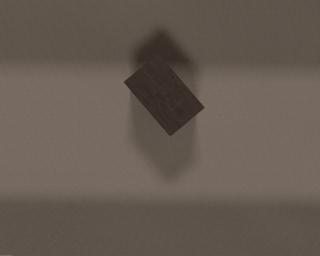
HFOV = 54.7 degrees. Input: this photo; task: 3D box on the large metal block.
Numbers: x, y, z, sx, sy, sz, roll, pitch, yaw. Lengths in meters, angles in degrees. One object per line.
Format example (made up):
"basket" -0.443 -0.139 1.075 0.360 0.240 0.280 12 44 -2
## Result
"large metal block" 0.005 -0.037 0.384 0.050 0.080 0.080 -40 91 0
